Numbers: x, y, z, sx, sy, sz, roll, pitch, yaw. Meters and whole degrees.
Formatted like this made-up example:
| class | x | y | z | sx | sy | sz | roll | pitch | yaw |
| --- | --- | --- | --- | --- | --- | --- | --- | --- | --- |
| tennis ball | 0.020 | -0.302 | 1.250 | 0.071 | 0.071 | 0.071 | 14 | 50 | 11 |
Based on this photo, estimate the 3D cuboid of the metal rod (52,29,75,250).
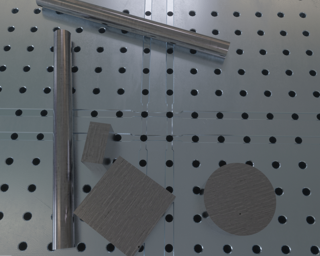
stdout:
| class | x | y | z | sx | sy | sz | roll | pitch | yaw |
| --- | --- | --- | --- | --- | --- | --- | --- | --- | --- |
| metal rod | -0.128 | 0.000 | 0.410 | 0.025 | 0.025 | 0.299 | -6 | 70 | -2 |

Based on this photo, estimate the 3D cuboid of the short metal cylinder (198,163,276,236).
| class | x | y | z | sx | sy | sz | roll | pitch | yaw |
| --- | --- | --- | --- | --- | --- | --- | --- | --- | --- |
| short metal cylinder | 0.089 | 0.086 | 0.368 | 0.081 | 0.050 | 0.080 | 0 | 70 | 0 |

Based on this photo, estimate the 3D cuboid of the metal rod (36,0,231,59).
| class | x | y | z | sx | sy | sz | roll | pitch | yaw |
| --- | --- | --- | --- | --- | --- | --- | --- | --- | --- |
| metal rod | -0.044 | -0.158 | 0.469 | 0.301 | 0.025 | 0.025 | 17 | 71 | 6 |

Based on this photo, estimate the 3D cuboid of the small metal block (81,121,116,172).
| class | x | y | z | sx | sy | sz | roll | pitch | yaw |
| --- | --- | --- | --- | --- | --- | --- | --- | --- | --- |
| small metal block | -0.075 | 0.025 | 0.389 | 0.025 | 0.050 | 0.050 | 8 | 70 | 3 |

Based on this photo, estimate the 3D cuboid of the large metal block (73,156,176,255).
| class | x | y | z | sx | sy | sz | roll | pitch | yaw |
| --- | --- | --- | --- | --- | --- | --- | --- | --- | --- |
| large metal block | -0.038 | 0.093 | 0.364 | 0.080 | 0.050 | 0.080 | 35 | 74 | 11 |
